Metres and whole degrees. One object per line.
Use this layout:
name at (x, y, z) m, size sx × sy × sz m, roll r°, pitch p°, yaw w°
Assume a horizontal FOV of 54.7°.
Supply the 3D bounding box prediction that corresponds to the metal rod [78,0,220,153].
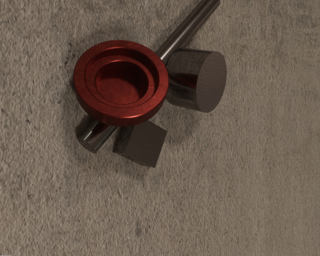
metal rod at (0.001, -0.088, 0.406) m, size 0.025 × 0.025 × 0.301 m, roll 52°, pitch 59°, yaw -28°

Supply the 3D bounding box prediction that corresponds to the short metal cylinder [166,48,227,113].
short metal cylinder at (0.048, -0.064, 0.416) m, size 0.081 × 0.050 × 0.079 m, roll -27°, pitch 125°, yaw -47°

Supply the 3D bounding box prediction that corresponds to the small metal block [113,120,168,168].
small metal block at (-0.024, 0.017, 0.387) m, size 0.050 × 0.025 × 0.050 m, roll 31°, pitch 71°, yaw -36°

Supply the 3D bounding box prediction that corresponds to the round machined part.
round machined part at (-0.042, -0.045, 0.339) m, size 0.099 × 0.042 × 0.098 m, roll 4°, pitch 63°, yaw -8°
